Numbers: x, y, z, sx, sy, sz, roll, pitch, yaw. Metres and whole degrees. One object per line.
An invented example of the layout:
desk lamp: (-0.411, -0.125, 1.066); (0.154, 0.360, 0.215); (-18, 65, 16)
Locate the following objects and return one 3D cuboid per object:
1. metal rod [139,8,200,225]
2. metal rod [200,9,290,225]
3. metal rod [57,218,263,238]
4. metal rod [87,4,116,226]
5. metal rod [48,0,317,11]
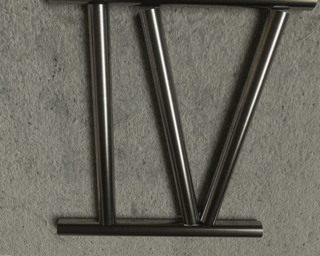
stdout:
metal rod: (0.017, 0.000, 0.410); (0.025, 0.025, 0.298); (-11, 110, 3)
metal rod: (0.105, 0.000, 0.412); (0.025, 0.025, 0.298); (12, 109, -5)
metal rod: (0.001, 0.151, 0.466); (0.302, 0.025, 0.025); (1, 110, -1)
metal rod: (-0.074, -0.003, 0.408); (0.025, 0.025, 0.298); (1, 110, -1)
metal rod: (0.026, -0.152, 0.355); (0.302, 0.025, 0.025); (1, 110, -1)
